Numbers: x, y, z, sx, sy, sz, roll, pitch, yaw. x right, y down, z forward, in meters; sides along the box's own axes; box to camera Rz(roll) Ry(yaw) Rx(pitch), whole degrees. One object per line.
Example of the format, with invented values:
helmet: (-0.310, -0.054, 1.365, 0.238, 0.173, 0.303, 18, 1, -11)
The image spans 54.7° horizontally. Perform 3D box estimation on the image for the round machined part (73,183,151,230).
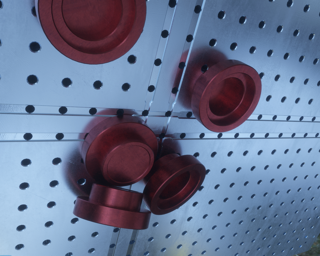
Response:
round machined part: (-0.059, 0.099, 0.404, 0.099, 0.098, 0.042, 20, 77, -36)

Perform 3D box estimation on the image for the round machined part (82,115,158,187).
round machined part: (-0.047, 0.036, 0.398, 0.099, 0.042, 0.097, -14, 124, -21)

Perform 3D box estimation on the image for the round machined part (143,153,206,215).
round machined part: (0.015, 0.076, 0.447, 0.099, 0.042, 0.097, -26, 141, -23)

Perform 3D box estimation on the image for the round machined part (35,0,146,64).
round machined part: (-0.066, -0.114, 0.294, 0.099, 0.042, 0.097, -14, 125, -21)

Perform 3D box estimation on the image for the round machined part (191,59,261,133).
round machined part: (0.085, -0.046, 0.420, 0.099, 0.042, 0.097, -14, 125, -21)
